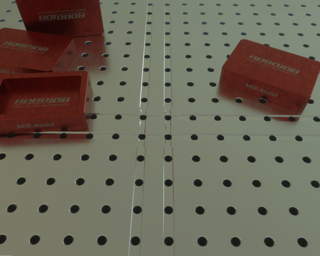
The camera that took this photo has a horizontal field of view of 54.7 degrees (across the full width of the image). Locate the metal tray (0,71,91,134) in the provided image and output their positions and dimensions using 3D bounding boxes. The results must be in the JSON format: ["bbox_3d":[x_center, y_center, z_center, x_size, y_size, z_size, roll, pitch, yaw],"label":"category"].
[{"bbox_3d":[-0.166,-0.038,0.433,0.131,0.030,0.090,-3,50,-3],"label":"metal tray"}]

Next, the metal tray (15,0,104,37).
[{"bbox_3d":[-0.168,-0.202,0.533,0.131,0.089,0.030,-8,51,-7],"label":"metal tray"}]

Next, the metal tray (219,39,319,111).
[{"bbox_3d":[0.170,-0.085,0.478,0.130,0.030,0.090,24,54,18],"label":"metal tray"}]

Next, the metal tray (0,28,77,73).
[{"bbox_3d":[-0.214,-0.118,0.501,0.131,0.030,0.090,10,51,8],"label":"metal tray"}]
